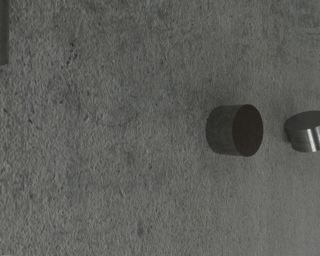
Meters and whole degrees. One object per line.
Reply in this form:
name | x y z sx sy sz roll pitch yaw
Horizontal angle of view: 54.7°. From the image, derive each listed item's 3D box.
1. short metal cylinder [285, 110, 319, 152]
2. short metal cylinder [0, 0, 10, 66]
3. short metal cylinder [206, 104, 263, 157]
short metal cylinder | 0.298 0.006 0.618 0.080 0.080 0.050 -37 113 -34
short metal cylinder | -0.159 -0.079 0.235 0.081 0.080 0.050 1 90 -40
short metal cylinder | 0.118 0.004 0.487 0.081 0.050 0.080 0 90 -40
